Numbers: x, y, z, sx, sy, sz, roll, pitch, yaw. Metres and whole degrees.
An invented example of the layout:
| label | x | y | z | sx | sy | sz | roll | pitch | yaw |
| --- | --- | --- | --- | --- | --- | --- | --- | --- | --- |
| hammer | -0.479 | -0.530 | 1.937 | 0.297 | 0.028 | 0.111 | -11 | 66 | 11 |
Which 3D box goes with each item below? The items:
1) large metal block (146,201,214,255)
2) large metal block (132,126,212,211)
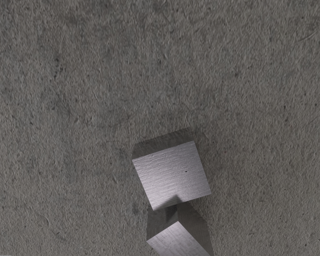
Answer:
| label | x | y | z | sx | sy | sz | roll | pitch | yaw |
| --- | --- | --- | --- | --- | --- | --- | --- | --- | --- |
| large metal block | 0.027 | 0.144 | 0.434 | 0.050 | 0.080 | 0.080 | -36 | 106 | 12 |
| large metal block | 0.016 | 0.054 | 0.416 | 0.080 | 0.050 | 0.080 | -18 | 109 | 6 |
